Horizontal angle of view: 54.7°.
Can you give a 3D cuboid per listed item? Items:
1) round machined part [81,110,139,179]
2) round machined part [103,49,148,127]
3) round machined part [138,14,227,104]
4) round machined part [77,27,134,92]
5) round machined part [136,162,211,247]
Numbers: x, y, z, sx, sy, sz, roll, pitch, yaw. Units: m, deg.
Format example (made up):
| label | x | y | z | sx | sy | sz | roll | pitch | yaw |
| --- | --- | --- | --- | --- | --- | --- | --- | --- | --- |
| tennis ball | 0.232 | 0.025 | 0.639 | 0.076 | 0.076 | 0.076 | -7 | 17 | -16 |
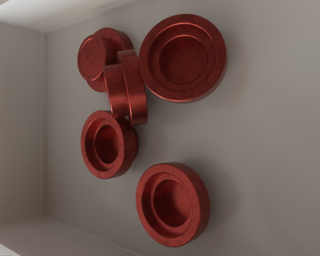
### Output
| label | x | y | z | sx | sy | sz | roll | pitch | yaw |
| --- | --- | --- | --- | --- | --- | --- | --- | --- | --- |
| round machined part | -0.069 | 0.023 | 0.452 | 0.098 | 0.042 | 0.097 | 2 | 92 | 41 |
| round machined part | -0.047 | -0.049 | 0.400 | 0.098 | 0.042 | 0.097 | 170 | 89 | -81 |
| round machined part | 0.028 | -0.076 | 0.358 | 0.098 | 0.042 | 0.097 | -1 | 86 | 16 |
| round machined part | -0.088 | -0.103 | 0.469 | 0.098 | 0.042 | 0.097 | 0 | 90 | 40 |
| round machined part | 0.020 | 0.090 | 0.380 | 0.098 | 0.042 | 0.097 | 0 | 90 | 40 |
